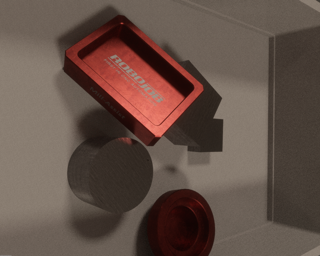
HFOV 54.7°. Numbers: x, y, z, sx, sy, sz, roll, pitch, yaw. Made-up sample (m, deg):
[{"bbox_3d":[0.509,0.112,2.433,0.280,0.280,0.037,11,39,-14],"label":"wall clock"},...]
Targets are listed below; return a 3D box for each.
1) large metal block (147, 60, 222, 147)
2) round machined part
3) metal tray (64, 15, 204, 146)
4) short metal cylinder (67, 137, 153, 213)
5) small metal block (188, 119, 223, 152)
[{"bbox_3d":[0.028,-0.031,0.416,0.080,0.050,0.080,41,65,-33],"label":"large metal block"},{"bbox_3d":[0.023,0.131,0.408,0.099,0.042,0.098,12,69,-35],"label":"round machined part"},{"bbox_3d":[-0.027,-0.054,0.341,0.130,0.030,0.090,42,60,1],"label":"metal tray"},{"bbox_3d":[-0.055,0.050,0.346,0.081,0.050,0.079,0,90,-40],"label":"short metal cylinder"},{"bbox_3d":[0.069,0.011,0.467,0.050,0.025,0.050,3,88,-40],"label":"small metal block"}]
